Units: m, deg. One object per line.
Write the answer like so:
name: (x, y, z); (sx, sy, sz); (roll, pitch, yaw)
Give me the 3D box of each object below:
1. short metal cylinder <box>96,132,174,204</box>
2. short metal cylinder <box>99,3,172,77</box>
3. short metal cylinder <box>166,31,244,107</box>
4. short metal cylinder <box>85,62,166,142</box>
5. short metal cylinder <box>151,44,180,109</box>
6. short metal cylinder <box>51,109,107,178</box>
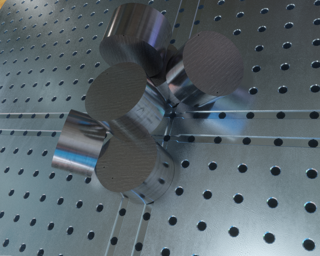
short metal cylinder: (-0.029, 0.047, 0.378); (0.080, 0.050, 0.080); (-13, 57, 21)
short metal cylinder: (-0.029, -0.107, 0.388); (0.080, 0.080, 0.050); (0, 62, 28)
short metal cylinder: (0.054, -0.070, 0.379); (0.080, 0.080, 0.050); (-66, 15, -19)
short metal cylinder: (-0.040, -0.031, 0.367); (0.080, 0.050, 0.080); (-13, 56, 21)
short metal cylinder: (-0.001, -0.073, 0.437); (0.080, 0.050, 0.080); (-13, 57, 21)
short metal cylinder: (-0.104, 0.021, 0.408); (0.050, 0.080, 0.080); (18, 64, -12)
